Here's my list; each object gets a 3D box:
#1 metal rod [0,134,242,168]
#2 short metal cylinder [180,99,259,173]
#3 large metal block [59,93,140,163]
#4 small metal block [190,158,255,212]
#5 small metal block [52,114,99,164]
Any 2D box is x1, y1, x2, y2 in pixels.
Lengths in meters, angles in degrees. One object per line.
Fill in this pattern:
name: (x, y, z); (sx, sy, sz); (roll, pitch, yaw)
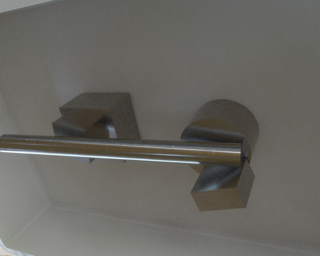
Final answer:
metal rod: (-0.061, 0.024, 0.361); (0.301, 0.025, 0.025); (1, 119, 18)
short metal cylinder: (0.070, 0.013, 0.361); (0.080, 0.050, 0.079); (13, 124, 20)
large metal block: (-0.080, -0.002, 0.428); (0.080, 0.050, 0.079); (3, 120, 26)
small metal block: (0.067, 0.059, 0.325); (0.050, 0.050, 0.025); (-15, 111, 34)
small metal block: (-0.109, 0.014, 0.406); (0.050, 0.025, 0.050); (12, 123, 21)
